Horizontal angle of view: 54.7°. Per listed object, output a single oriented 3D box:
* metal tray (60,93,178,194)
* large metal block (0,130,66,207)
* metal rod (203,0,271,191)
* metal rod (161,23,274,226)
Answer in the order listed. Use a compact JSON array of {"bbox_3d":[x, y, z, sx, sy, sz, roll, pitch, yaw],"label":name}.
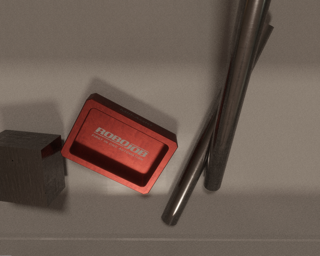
[{"bbox_3d":[-0.053,0.023,0.416,0.131,0.030,0.090,28,107,-10],"label":"metal tray"},{"bbox_3d":[-0.177,0.051,0.407,0.080,0.050,0.079,5,111,8],"label":"large metal block"},{"bbox_3d":[0.077,-0.025,0.339,0.025,0.025,0.298,1,135,-1],"label":"metal rod"},{"bbox_3d":[0.069,0.006,0.414,0.025,0.025,0.298,20,109,-8],"label":"metal rod"}]
